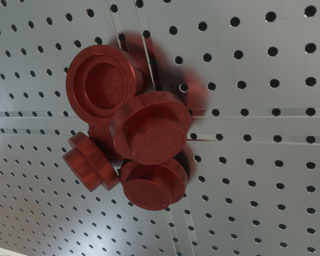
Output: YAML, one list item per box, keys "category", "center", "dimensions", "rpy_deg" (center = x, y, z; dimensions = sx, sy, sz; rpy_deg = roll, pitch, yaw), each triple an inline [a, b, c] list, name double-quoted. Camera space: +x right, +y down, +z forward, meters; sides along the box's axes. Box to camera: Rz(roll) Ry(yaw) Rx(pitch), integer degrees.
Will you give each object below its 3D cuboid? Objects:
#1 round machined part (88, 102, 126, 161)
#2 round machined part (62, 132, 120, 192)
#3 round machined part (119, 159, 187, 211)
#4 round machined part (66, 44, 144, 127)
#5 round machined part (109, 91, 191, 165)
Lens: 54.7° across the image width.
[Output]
- category: "round machined part"
  center: [-0.060, 0.007, 0.433]
  dimensions: [0.098, 0.042, 0.097]
  rpy_deg: [13, 124, 20]
- category: "round machined part"
  center: [-0.107, 0.056, 0.458]
  dimensions: [0.098, 0.042, 0.098]
  rpy_deg: [43, 159, 22]
- category: "round machined part"
  center: [-0.013, 0.080, 0.439]
  dimensions: [0.098, 0.042, 0.097]
  rpy_deg: [10, 133, 11]
- category: "round machined part"
  center: [-0.064, -0.052, 0.386]
  dimensions: [0.098, 0.042, 0.097]
  rpy_deg: [3, 99, 22]
- category: "round machined part"
  center: [-0.007, 0.007, 0.369]
  dimensions: [0.042, 0.099, 0.097]
  rpy_deg: [61, 141, 39]
